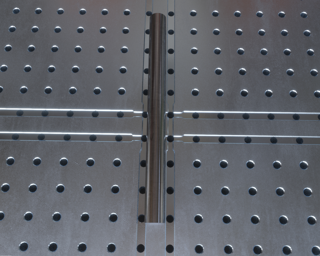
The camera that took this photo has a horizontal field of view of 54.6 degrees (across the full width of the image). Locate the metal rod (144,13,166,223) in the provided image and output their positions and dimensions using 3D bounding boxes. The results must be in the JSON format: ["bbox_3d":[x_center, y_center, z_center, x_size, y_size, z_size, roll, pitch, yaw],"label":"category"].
[{"bbox_3d":[-0.005,-0.027,0.422,0.025,0.025,0.299,1,70,0],"label":"metal rod"}]
